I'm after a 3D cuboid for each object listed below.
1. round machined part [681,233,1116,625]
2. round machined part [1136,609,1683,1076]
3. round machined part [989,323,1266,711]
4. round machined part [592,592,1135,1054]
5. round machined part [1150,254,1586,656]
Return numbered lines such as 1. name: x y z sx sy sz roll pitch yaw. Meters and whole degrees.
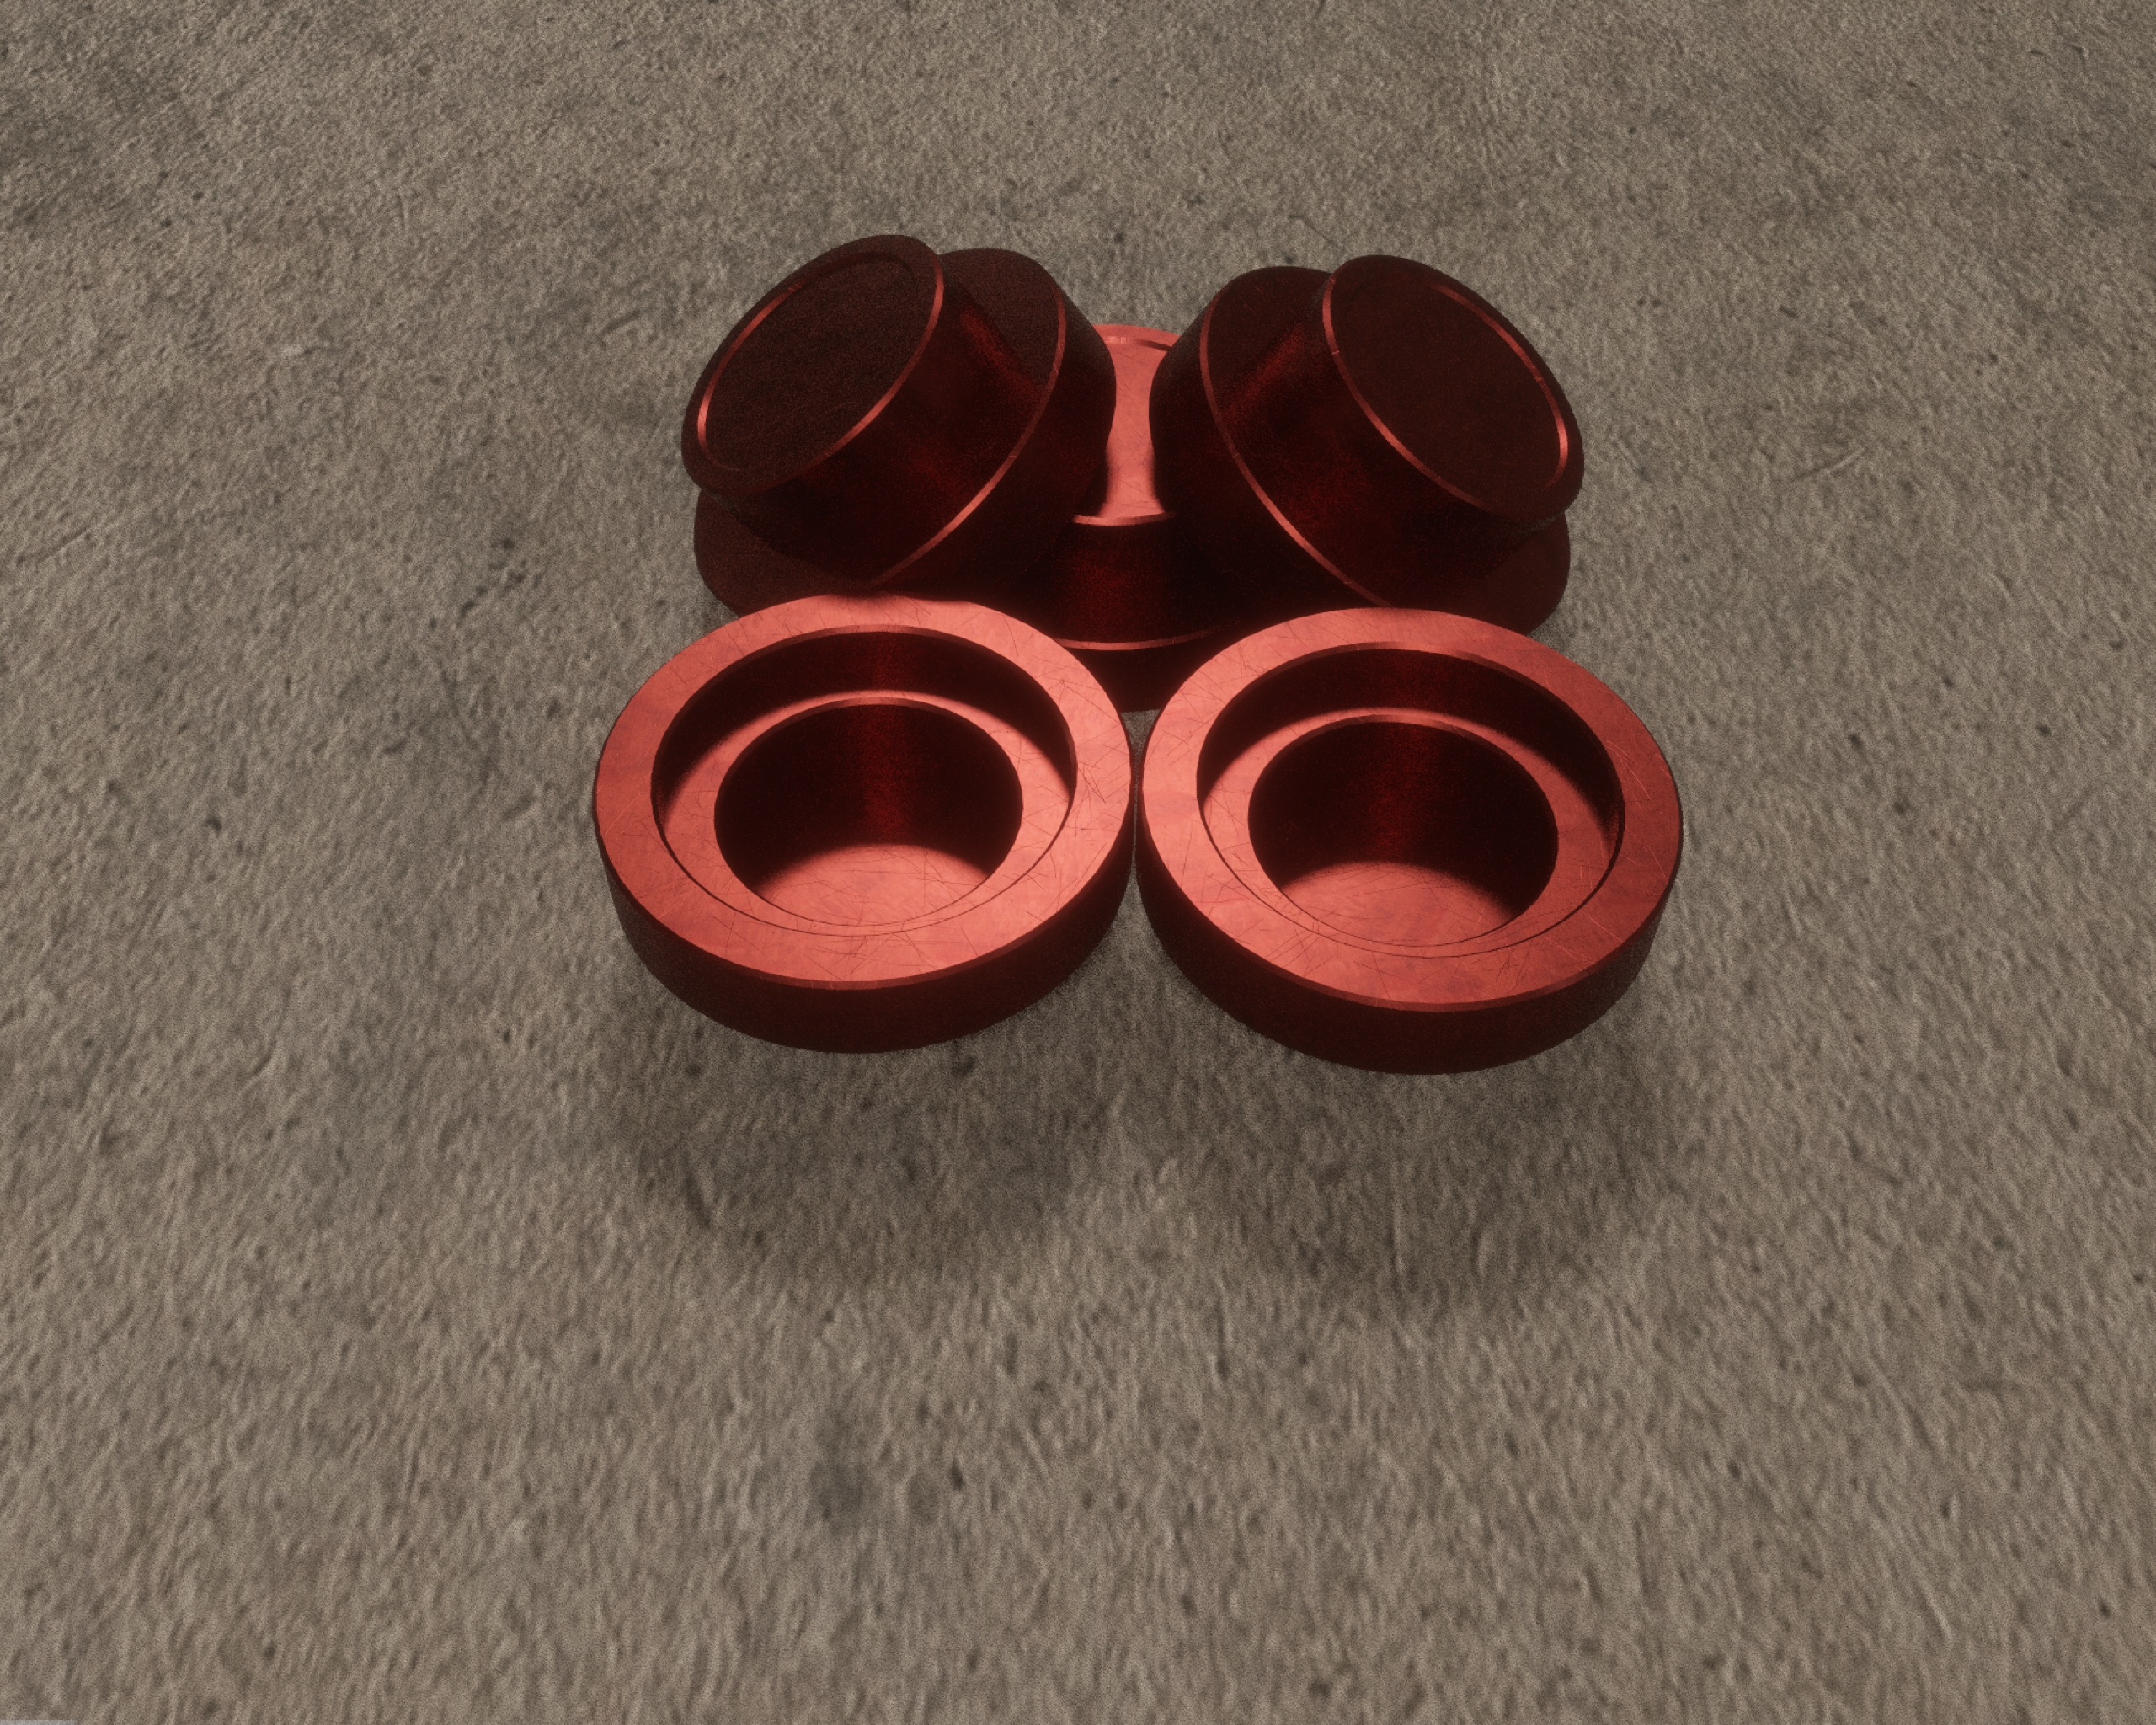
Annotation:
1. round machined part: -0.044 -0.093 0.440 0.098 0.042 0.098 -21 49 26
2. round machined part: 0.060 0.000 0.394 0.099 0.042 0.098 0 50 0
3. round machined part: 0.007 -0.082 0.462 0.099 0.042 0.098 0 50 0
4. round machined part: -0.039 -0.003 0.396 0.099 0.042 0.098 0 50 0
5. round machined part: 0.068 -0.089 0.441 0.099 0.042 0.098 19 52 -25
